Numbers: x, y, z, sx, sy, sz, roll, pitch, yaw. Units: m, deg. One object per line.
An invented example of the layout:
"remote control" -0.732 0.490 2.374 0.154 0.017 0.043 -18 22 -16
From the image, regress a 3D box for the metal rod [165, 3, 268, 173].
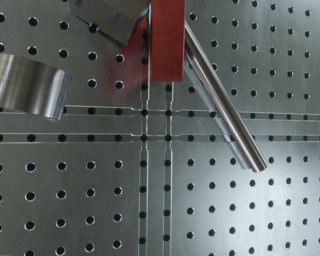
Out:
"metal rod" 0.073 -0.064 0.438 0.025 0.025 0.299 -36 102 -16

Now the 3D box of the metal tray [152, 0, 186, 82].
"metal tray" 0.008 -0.104 0.349 0.030 0.130 0.089 1 104 0

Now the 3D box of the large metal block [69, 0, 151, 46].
"large metal block" -0.056 -0.148 0.356 0.080 0.080 0.050 30 80 -9

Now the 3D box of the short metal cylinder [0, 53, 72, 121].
"short metal cylinder" -0.141 -0.041 0.331 0.081 0.080 0.050 14 86 -20
